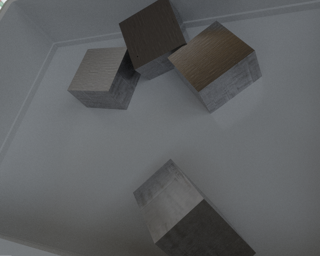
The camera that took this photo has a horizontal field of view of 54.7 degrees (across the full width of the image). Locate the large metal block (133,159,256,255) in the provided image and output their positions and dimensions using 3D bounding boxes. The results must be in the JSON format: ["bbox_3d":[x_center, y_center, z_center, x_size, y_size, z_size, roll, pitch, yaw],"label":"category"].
[{"bbox_3d":[0.028,0.086,0.285,0.050,0.080,0.080,-43,24,-1],"label":"large metal block"}]

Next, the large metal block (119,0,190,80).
[{"bbox_3d":[-0.003,-0.129,0.452,0.080,0.050,0.080,-25,73,18],"label":"large metal block"}]

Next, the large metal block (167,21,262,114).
[{"bbox_3d":[0.070,-0.079,0.402,0.080,0.050,0.080,-37,51,3],"label":"large metal block"}]

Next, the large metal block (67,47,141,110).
[{"bbox_3d":[-0.083,-0.077,0.481,0.080,0.050,0.080,5,64,30],"label":"large metal block"}]
